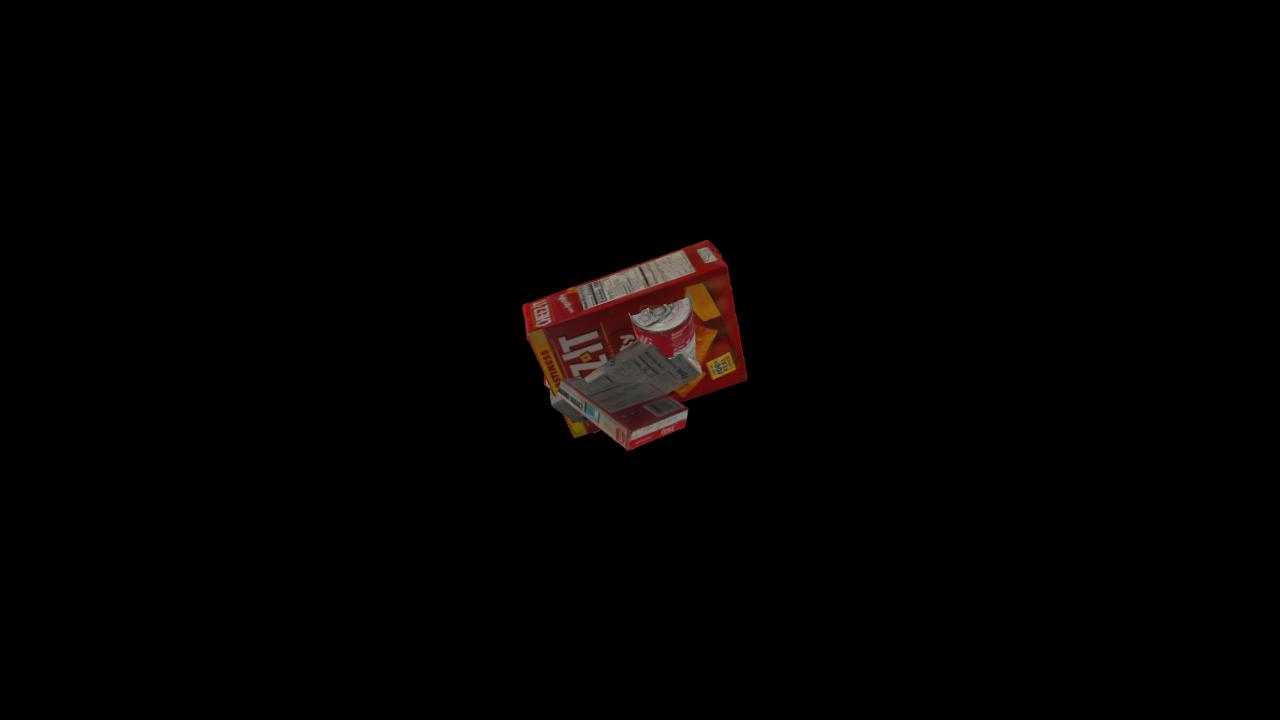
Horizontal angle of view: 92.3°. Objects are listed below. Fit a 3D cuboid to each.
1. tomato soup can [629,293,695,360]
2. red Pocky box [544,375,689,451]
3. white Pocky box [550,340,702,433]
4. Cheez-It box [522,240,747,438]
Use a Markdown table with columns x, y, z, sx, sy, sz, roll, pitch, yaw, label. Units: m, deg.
| x | y | z | sx | sy | sz | roll | pitch | yaw | label |
| --- | --- | --- | --- | --- | --- | --- | --- | --- | --- |
| 0.028 | -0.028 | 0.671 | 0.068 | 0.068 | 0.101 | 0 | -34 | 11 | tomato soup can |
| -0.029 | 0.039 | 0.666 | 0.083 | 0.028 | 0.155 | -17 | 35 | -37 | red Pocky box |
| -0.016 | 0.025 | 0.687 | 0.154 | 0.028 | 0.084 | -30 | -45 | 19 | white Pocky box |
| -0.001 | -0.019 | 0.698 | 0.223 | 0.166 | 0.071 | -18 | 38 | -2 | Cheez-It box |
